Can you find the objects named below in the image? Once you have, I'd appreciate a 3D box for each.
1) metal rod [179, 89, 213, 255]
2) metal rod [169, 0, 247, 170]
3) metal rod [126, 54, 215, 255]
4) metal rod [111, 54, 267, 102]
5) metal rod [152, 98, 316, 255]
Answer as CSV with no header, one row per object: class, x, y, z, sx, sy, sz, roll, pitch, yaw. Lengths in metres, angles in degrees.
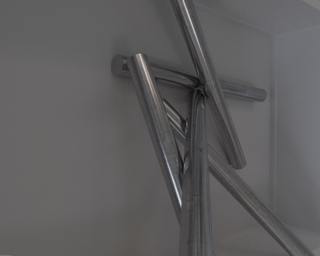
metal rod,0.037,0.034,0.321,0.025,0.025,0.301,57,21,-25
metal rod,0.075,-0.052,0.438,0.025,0.025,0.299,-48,128,-29
metal rod,0.020,0.061,0.325,0.025,0.025,0.299,-10,76,-40
metal rod,0.065,-0.066,0.460,0.302,0.025,0.025,4,88,-40
metal rod,0.101,0.077,0.412,0.300,0.025,0.025,46,59,-3
